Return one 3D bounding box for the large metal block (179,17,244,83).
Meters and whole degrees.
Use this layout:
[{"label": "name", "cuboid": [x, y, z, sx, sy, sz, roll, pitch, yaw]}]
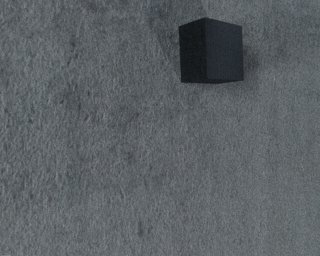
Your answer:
[{"label": "large metal block", "cuboid": [0.075, -0.107, 0.450, 0.081, 0.050, 0.080, -5, 93, -40]}]
